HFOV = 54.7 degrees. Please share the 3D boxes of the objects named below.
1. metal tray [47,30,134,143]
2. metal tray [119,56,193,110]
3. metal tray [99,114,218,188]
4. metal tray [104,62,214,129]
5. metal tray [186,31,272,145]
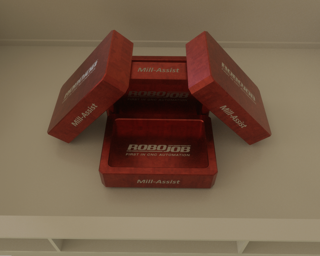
[{"bbox_3d":[-0.087,-0.049,0.384,0.030,0.130,0.090,31,41,-30],"label":"metal tray"},{"bbox_3d":[0.002,-0.066,0.455,0.131,0.030,0.090,0,50,-1],"label":"metal tray"},{"bbox_3d":[-0.002,0.026,0.376,0.131,0.030,0.090,1,50,-1],"label":"metal tray"},{"bbox_3d":[-0.002,-0.039,0.393,0.131,0.089,0.030,1,50,0],"label":"metal tray"},{"bbox_3d":[0.085,-0.047,0.383,0.030,0.130,0.090,-30,41,32],"label":"metal tray"}]
